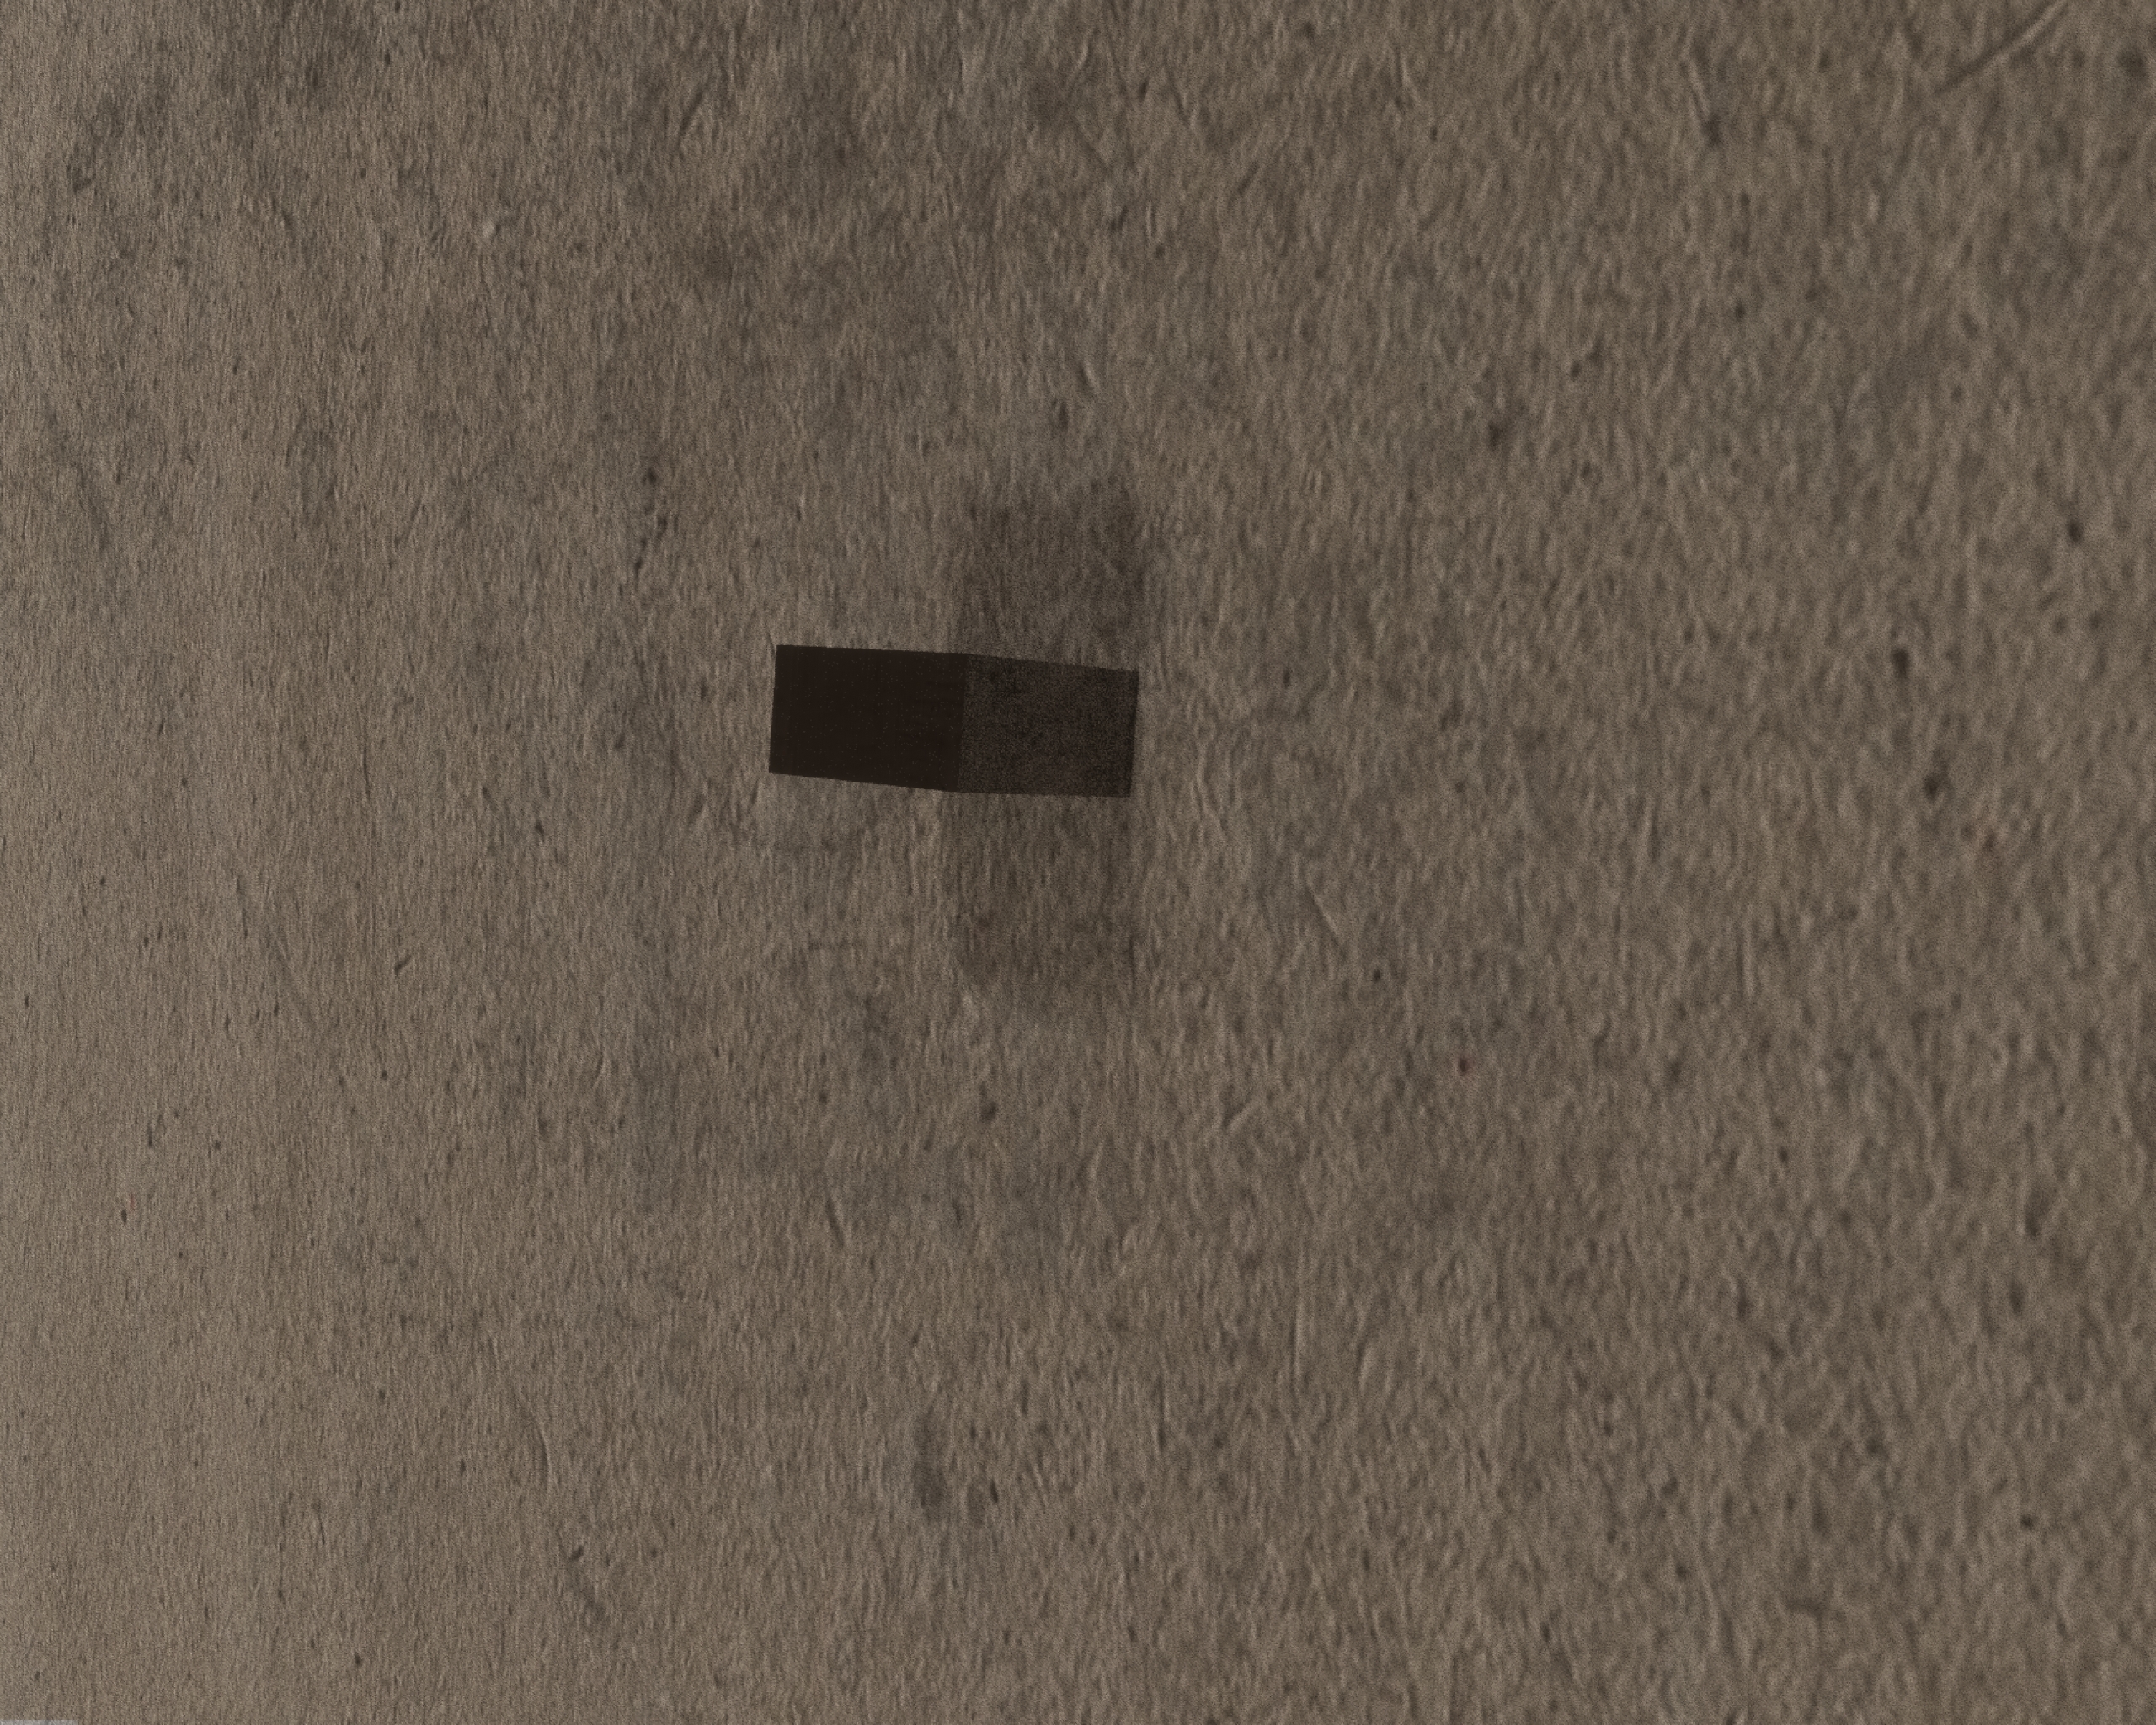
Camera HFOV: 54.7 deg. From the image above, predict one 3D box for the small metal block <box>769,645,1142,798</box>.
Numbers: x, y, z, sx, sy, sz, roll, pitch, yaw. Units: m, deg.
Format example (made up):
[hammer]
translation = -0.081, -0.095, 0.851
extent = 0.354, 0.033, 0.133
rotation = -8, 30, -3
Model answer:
[small metal block]
translation = -0.024, -0.027, 0.407
extent = 0.050, 0.050, 0.025
rotation = 7, 95, 39
